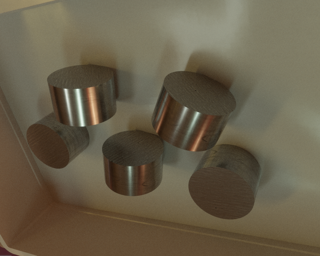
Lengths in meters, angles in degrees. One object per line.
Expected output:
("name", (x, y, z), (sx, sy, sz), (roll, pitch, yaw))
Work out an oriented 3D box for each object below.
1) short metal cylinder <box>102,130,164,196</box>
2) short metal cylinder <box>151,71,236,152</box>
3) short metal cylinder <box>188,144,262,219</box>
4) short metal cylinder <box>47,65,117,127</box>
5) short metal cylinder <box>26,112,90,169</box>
("short metal cylinder", (-0.036, 0.046, 0.420), (0.080, 0.080, 0.050), (15, 125, 20))
("short metal cylinder", (0.036, -0.020, 0.342), (0.080, 0.080, 0.050), (28, 128, 10))
("short metal cylinder", (0.082, 0.067, 0.391), (0.080, 0.050, 0.079), (13, 124, 21))
("short metal cylinder", (-0.098, -0.044, 0.398), (0.080, 0.080, 0.050), (13, 124, 21))
("short metal cylinder", (-0.159, 0.017, 0.487), (0.080, 0.050, 0.079), (13, 124, 21))
